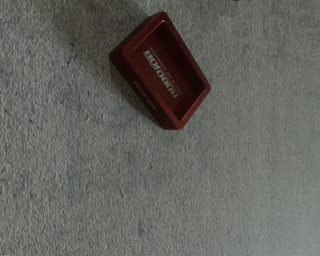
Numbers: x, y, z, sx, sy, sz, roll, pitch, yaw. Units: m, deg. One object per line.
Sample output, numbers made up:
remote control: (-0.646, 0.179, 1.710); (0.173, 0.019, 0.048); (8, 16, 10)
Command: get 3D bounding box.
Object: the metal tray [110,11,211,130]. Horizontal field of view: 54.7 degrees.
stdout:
metal tray: (0.006, -0.071, 0.405); (0.090, 0.030, 0.130); (-52, 121, -27)
